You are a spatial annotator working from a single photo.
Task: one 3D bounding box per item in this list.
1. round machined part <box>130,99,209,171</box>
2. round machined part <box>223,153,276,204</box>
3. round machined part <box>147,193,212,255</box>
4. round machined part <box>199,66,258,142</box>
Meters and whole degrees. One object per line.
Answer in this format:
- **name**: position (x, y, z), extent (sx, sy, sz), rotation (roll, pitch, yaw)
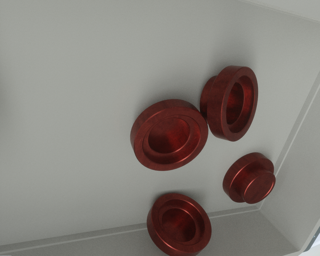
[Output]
- **round machined part**: position (0.009, 0.005, 0.402), extent (0.099, 0.042, 0.097), rotation (-10, 125, -15)
- **round machined part**: position (0.164, 0.095, 0.550), extent (0.099, 0.042, 0.097), rotation (-14, 125, -21)
- **round machined part**: position (0.026, 0.153, 0.476), extent (0.099, 0.098, 0.042), rotation (1, 136, -29)
- **round machined part**: position (0.089, -0.034, 0.411), extent (0.099, 0.042, 0.097), rotation (-19, 116, -46)
